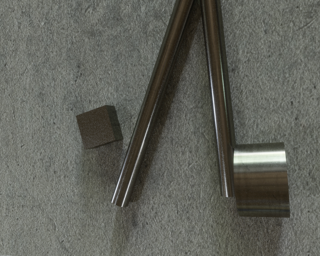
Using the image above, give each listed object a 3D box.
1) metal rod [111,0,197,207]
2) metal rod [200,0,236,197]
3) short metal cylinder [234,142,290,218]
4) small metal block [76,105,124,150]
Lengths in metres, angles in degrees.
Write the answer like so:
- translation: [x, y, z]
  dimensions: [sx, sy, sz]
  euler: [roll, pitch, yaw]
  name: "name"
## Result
- translation: [-0.009, -0.037, 0.412]
  dimensions: [0.025, 0.025, 0.298]
  euler: [21, 97, 18]
  name: "metal rod"
- translation: [0.072, -0.067, 0.383]
  dimensions: [0.025, 0.025, 0.298]
  euler: [-6, 88, 20]
  name: "metal rod"
- translation: [0.112, 0.057, 0.340]
  dimensions: [0.050, 0.080, 0.080]
  euler: [-4, 89, 20]
  name: "short metal cylinder"
- translation: [-0.085, -0.001, 0.439]
  dimensions: [0.050, 0.025, 0.050]
  euler: [-18, 84, 19]
  name: "small metal block"
